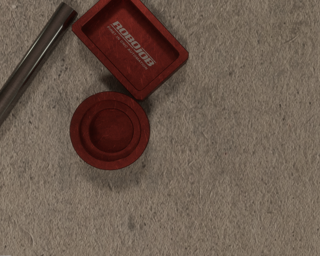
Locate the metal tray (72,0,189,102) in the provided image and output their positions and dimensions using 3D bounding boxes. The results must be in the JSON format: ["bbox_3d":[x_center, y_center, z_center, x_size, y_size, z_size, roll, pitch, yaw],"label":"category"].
[{"bbox_3d":[-0.038,-0.110,0.406,0.090,0.030,0.130,-43,91,-1],"label":"metal tray"}]

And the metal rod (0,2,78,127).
[{"bbox_3d":[-0.204,-0.035,0.407,0.025,0.025,0.299,35,90,-1],"label":"metal rod"}]

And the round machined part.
[{"bbox_3d":[-0.062,0.003,0.400,0.099,0.042,0.097,0,91,0],"label":"round machined part"}]
